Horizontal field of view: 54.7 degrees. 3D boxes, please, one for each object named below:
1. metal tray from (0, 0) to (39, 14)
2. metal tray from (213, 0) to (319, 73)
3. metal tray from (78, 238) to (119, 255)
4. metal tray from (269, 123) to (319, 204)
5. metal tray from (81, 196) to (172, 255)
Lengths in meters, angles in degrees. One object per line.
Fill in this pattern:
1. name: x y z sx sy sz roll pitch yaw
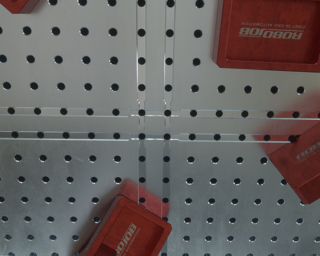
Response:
1. metal tray: -0.178 -0.201 0.333 0.130 0.030 0.090 42 104 -14
2. metal tray: 0.134 -0.116 0.369 0.131 0.030 0.089 2 110 -2
3. metal tray: -0.113 0.220 0.447 0.030 0.090 0.129 35 115 -12
4. metal tray: 0.215 0.030 0.392 0.130 0.090 0.030 -36 106 12
5. metal tray: -0.053 0.174 0.440 0.090 0.030 0.130 34 74 -12
